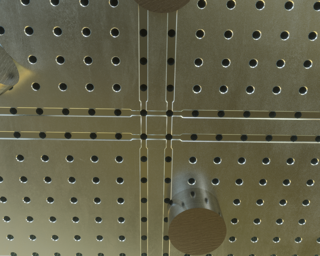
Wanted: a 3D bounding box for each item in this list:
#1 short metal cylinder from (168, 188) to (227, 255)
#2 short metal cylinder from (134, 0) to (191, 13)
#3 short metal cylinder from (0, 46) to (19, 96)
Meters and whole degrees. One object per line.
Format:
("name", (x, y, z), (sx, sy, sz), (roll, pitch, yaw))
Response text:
("short metal cylinder", (0.052, 0.135, 0.450), (0.081, 0.050, 0.079), (0, 110, 0))
("short metal cylinder", (0.002, -0.168, 0.338), (0.081, 0.050, 0.079), (0, 110, 0))
("short metal cylinder", (-0.214, -0.068, 0.357), (0.050, 0.080, 0.080), (-33, 107, 11))
